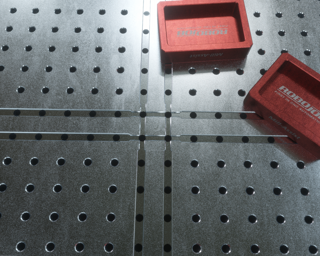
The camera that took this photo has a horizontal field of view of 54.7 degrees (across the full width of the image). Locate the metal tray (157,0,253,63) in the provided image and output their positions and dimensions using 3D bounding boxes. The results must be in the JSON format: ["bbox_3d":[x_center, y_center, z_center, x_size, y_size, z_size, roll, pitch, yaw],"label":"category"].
[{"bbox_3d":[0.064,-0.147,0.463,0.131,0.030,0.090,-4,70,-2],"label":"metal tray"}]

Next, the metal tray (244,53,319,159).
[{"bbox_3d":[0.195,-0.033,0.423,0.130,0.030,0.090,39,74,12],"label":"metal tray"}]
